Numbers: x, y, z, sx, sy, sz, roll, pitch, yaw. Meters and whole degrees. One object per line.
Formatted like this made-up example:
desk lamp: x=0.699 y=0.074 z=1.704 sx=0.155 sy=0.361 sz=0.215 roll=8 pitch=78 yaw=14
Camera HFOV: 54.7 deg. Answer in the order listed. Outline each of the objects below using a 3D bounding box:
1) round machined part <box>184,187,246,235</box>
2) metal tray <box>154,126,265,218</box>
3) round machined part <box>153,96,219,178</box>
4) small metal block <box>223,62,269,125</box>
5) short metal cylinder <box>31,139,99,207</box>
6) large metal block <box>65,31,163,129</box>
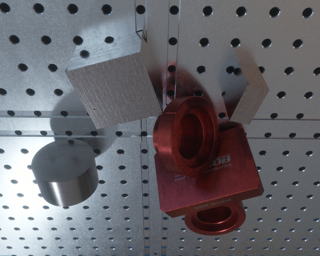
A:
round machined part: x=0.089 y=0.134 z=0.515 sx=0.099 sy=0.042 sz=0.097 roll=0 pitch=130 yaw=0
metal tray: x=0.061 y=0.059 z=0.416 sx=0.130 sy=0.090 sz=0.030 roll=-19 pitch=144 yaw=15
round machined part: x=0.029 y=0.010 z=0.383 sx=0.042 sy=0.098 sz=0.098 roll=2 pitch=140 yaw=42
small metal block: x=0.098 y=-0.040 z=0.362 sx=0.025 sy=0.050 sz=0.050 roll=11 pitch=129 yaw=-9
short metal cylinder: x=-0.128 y=0.060 z=0.425 sx=0.081 sy=0.080 sz=0.050 roll=0 pitch=130 yaw=0
large metal block: x=-0.046 y=-0.052 z=0.350 sx=0.080 sy=0.050 sz=0.080 roll=-13 pitch=129 yaw=10
